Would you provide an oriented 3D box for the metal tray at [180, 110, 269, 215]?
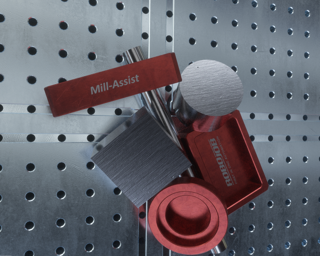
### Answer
[{"bbox_3d":[0.091,0.048,0.440,0.091,0.030,0.129,-27,99,-18],"label":"metal tray"}]

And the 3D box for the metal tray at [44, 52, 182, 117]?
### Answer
[{"bbox_3d":[-0.049,-0.047,0.341,0.131,0.090,0.030,-17,98,-5],"label":"metal tray"}]

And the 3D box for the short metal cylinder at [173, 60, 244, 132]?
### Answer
[{"bbox_3d":[0.060,-0.041,0.402,0.081,0.050,0.080,3,66,-7],"label":"short metal cylinder"}]

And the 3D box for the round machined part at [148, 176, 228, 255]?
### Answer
[{"bbox_3d":[0.036,0.108,0.398,0.098,0.042,0.097,2,104,9],"label":"round machined part"}]

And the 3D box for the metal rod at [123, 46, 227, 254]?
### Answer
[{"bbox_3d":[0.024,0.035,0.417,0.025,0.025,0.299,-27,99,-18],"label":"metal rod"}]

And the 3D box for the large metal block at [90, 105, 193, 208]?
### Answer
[{"bbox_3d":[-0.022,0.032,0.368,0.080,0.050,0.080,-39,104,3],"label":"large metal block"}]
